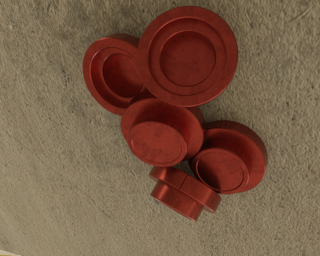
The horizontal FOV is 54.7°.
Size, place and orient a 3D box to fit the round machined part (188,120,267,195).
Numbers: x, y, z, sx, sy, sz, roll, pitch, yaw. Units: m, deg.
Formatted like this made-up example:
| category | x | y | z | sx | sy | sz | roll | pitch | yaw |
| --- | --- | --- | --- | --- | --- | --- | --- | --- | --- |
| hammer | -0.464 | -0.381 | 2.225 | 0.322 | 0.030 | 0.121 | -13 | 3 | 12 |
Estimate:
| category | x | y | z | sx | sy | sz | roll | pitch | yaw |
| --- | --- | --- | --- | --- | --- | --- | --- | --- | --- |
| round machined part | 0.078 | 0.042 | 0.381 | 0.098 | 0.042 | 0.097 | 13 | 124 | 20 |

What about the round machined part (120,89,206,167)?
| category | x | y | z | sx | sy | sz | roll | pitch | yaw |
| --- | --- | --- | --- | --- | --- | --- | --- | --- | --- |
| round machined part | 0.001 | 0.007 | 0.357 | 0.098 | 0.042 | 0.097 | 9 | 131 | 10 |

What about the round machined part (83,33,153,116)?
| category | x | y | z | sx | sy | sz | roll | pitch | yaw |
| --- | --- | --- | --- | --- | --- | --- | --- | --- | --- |
| round machined part | -0.041 | -0.066 | 0.376 | 0.098 | 0.042 | 0.097 | 13 | 124 | 20 |

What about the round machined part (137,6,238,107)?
| category | x | y | z | sx | sy | sz | roll | pitch | yaw |
| --- | --- | --- | --- | --- | --- | --- | --- | --- | --- |
| round machined part | 0.029 | -0.070 | 0.320 | 0.098 | 0.042 | 0.097 | 0 | 92 | 10 |

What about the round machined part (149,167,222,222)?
| category | x | y | z | sx | sy | sz | roll | pitch | yaw |
| --- | --- | --- | --- | --- | --- | --- | --- | --- | --- |
| round machined part | 0.027 | 0.087 | 0.403 | 0.098 | 0.042 | 0.098 | 29 | 167 | 8 |
